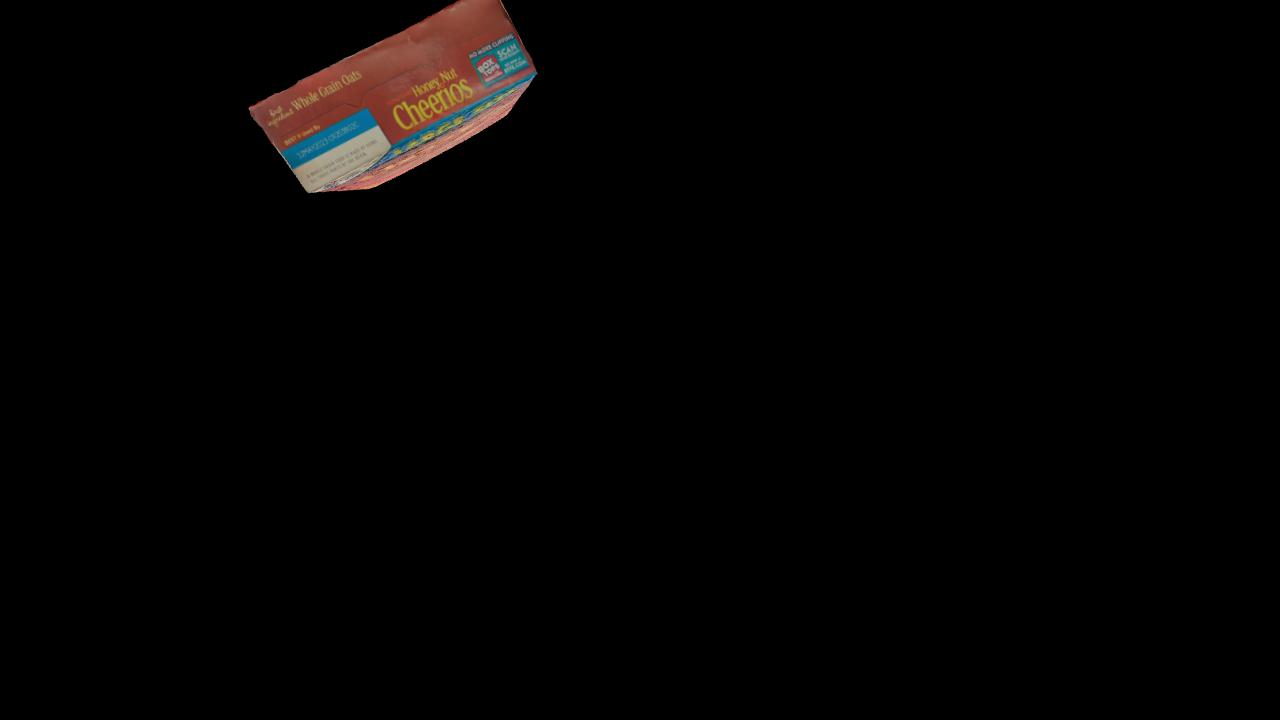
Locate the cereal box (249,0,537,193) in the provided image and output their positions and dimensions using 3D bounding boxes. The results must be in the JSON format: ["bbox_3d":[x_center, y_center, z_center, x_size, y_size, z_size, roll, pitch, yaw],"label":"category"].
[{"bbox_3d":[-0.219,-0.240,0.595,0.203,0.081,0.306,-31,22,-6],"label":"cereal box"}]
